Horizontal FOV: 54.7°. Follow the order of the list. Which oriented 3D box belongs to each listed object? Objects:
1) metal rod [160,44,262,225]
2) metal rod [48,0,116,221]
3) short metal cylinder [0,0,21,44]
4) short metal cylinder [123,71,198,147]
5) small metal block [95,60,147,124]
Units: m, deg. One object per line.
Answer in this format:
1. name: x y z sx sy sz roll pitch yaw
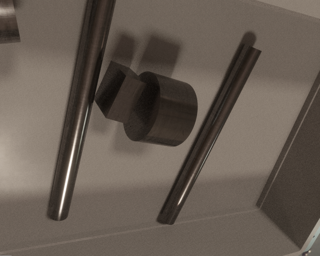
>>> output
1. metal rod: 0.068 0.022 0.461 0.025 0.025 0.298 10 113 -33
2. metal rod: -0.091 -0.017 0.349 0.025 0.025 0.298 4 117 -31
3. short metal cylinder: -0.141 -0.103 0.233 0.050 0.080 0.079 -13 124 -22
4. short metal cylinder: -0.002 -0.021 0.361 0.050 0.080 0.079 11 113 -33
5. small metal block: -0.046 -0.040 0.344 0.025 0.050 0.050 17 110 -35
